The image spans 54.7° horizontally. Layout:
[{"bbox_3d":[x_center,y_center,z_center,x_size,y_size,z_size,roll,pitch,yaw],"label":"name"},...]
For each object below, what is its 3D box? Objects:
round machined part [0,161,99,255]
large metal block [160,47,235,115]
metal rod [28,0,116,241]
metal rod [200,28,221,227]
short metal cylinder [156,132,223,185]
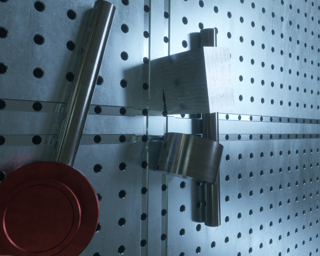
[{"bbox_3d":[-0.106,0.079,0.282,0.099,0.042,0.097,1,82,-10],"label":"round machined part"},{"bbox_3d":[0.049,-0.061,0.417,0.050,0.080,0.079,-11,98,-40],"label":"large metal block"},{"bbox_3d":[-0.095,0.003,0.330,0.025,0.025,0.299,21,77,-39],"label":"metal rod"},{"bbox_3d":[0.078,0.000,0.476,0.025,0.025,0.298,-3,92,-40],"label":"metal rod"},{"bbox_3d":[0.039,0.041,0.408,0.080,0.080,0.050,23,76,-38],"label":"short metal cylinder"}]
